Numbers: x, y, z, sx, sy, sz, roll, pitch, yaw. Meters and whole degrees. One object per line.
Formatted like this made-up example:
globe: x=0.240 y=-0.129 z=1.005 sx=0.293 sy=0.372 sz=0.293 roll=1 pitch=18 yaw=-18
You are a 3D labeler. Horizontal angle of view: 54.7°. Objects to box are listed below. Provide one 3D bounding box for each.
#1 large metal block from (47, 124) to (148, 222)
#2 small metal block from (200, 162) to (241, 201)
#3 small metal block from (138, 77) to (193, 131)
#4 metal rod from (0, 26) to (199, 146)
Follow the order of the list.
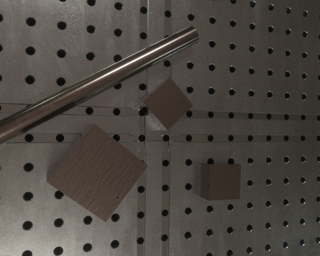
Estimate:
large metal block: x=-0.076 y=0.051 z=0.372 sx=0.080 sy=0.050 sz=0.080 roll=40 pitch=77 yaw=-16
small metal block: x=0.087 y=0.076 z=0.447 sx=0.050 sy=0.025 sz=0.050 roll=2 pitch=89 yaw=-21
small metal block: x=0.007 y=-0.032 z=0.416 sx=0.050 sy=0.025 sz=0.050 roll=-44 pitch=104 yaw=-15
metal rod: x=-0.077 y=-0.056 z=0.384 sx=0.302 sy=0.025 sz=0.025 roll=-31 pitch=101 yaw=-18
